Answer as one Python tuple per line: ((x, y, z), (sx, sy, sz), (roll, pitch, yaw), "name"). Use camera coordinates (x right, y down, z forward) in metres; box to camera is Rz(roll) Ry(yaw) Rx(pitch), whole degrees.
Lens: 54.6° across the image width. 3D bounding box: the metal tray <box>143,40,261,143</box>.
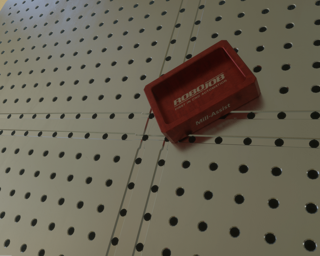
((0.051, -0.049, 0.409), (0.130, 0.030, 0.090), (-30, 52, 9), "metal tray")
